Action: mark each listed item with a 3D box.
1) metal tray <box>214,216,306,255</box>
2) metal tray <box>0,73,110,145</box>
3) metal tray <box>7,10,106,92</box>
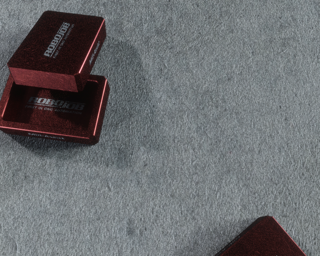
[{"bbox_3d":[0.101,0.173,0.343,0.131,0.030,0.090,-35,74,-12],"label":"metal tray"},{"bbox_3d":[-0.141,-0.031,0.415,0.131,0.030,0.090,7,70,2],"label":"metal tray"},{"bbox_3d":[-0.133,-0.109,0.422,0.091,0.030,0.130,8,51,3],"label":"metal tray"}]
